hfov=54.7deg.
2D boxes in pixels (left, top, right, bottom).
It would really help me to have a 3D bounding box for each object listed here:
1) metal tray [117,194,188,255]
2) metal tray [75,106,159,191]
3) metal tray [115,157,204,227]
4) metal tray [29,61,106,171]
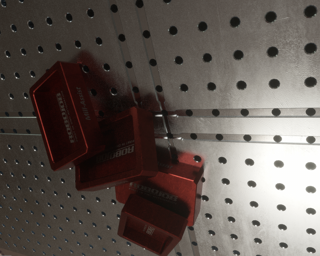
[{"bbox_3d":[-0.016,0.155,0.479,0.090,0.030,0.129,24,146,5],"label":"metal tray"},{"bbox_3d":[-0.065,0.033,0.427,0.130,0.030,0.090,-20,68,35],"label":"metal tray"},{"bbox_3d":[-0.005,0.087,0.463,0.130,0.030,0.089,13,124,20],"label":"metal tray"},{"bbox_3d":[-0.132,-0.015,0.430,0.090,0.030,0.129,-28,77,37],"label":"metal tray"}]
